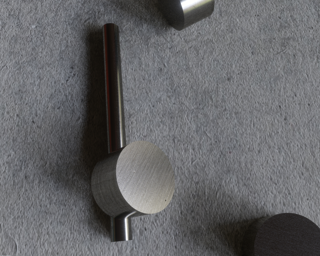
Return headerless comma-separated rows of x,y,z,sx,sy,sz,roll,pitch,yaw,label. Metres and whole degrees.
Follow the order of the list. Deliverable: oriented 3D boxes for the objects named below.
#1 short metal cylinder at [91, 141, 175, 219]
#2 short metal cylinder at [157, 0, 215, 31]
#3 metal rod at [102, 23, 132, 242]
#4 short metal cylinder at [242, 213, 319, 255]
-0.030,0.060,0.352,0.080,0.050,0.080,20,59,-36,short metal cylinder
0.035,-0.190,0.449,0.050,0.080,0.080,-30,73,-10,short metal cylinder
-0.059,-0.008,0.410,0.025,0.025,0.299,-5,70,-2,metal rod
0.138,0.138,0.346,0.081,0.050,0.080,0,70,0,short metal cylinder
